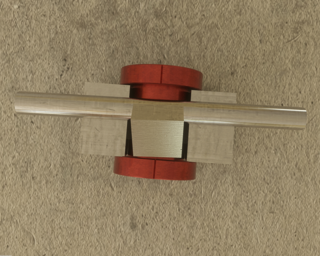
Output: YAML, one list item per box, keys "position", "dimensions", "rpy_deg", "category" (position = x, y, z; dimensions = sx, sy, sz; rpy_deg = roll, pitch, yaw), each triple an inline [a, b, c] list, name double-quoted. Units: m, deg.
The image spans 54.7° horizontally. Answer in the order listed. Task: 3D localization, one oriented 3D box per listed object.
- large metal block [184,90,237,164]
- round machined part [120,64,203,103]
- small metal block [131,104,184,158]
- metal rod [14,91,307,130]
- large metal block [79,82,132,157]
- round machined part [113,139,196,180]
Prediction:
- position: [0.057, -0.001, 0.384]
  dimensions: [0.050, 0.080, 0.080]
  rpy_deg: [4, 90, 0]
  category: "large metal block"
- position: [0.001, -0.047, 0.374]
  dimensions: [0.099, 0.098, 0.042]
  rpy_deg: [4, 91, 0]
  category: "round machined part"
- position: [-0.002, 0.003, 0.317]
  dimensions: [0.050, 0.025, 0.050]
  rpy_deg: [2, 131, 1]
  category: "small metal block"
- position: [0.001, -0.018, 0.331]
  dimensions: [0.302, 0.025, 0.025]
  rpy_deg: [3, 90, 0]
  category: "metal rod"
- position: [-0.061, -0.010, 0.383]
  dimensions: [0.050, 0.080, 0.080]
  rpy_deg: [4, 90, 0]
  category: "large metal block"
- position: [-0.005, 0.037, 0.374]
  dimensions: [0.099, 0.098, 0.042]
  rpy_deg: [5, 85, 0]
  category: "round machined part"
